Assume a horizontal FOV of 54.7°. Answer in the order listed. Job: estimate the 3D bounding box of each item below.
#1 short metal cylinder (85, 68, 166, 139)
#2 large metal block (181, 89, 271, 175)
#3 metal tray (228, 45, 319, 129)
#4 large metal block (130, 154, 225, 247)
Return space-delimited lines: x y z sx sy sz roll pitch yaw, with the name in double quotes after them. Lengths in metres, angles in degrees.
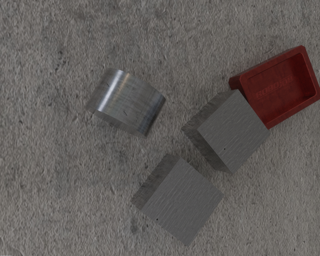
-0.040 -0.027 0.365 0.080 0.080 0.050 30 80 -18 "short metal cylinder"
0.091 0.005 0.430 0.080 0.050 0.080 -43 104 -15 "large metal block"
0.178 -0.060 0.472 0.131 0.030 0.090 -27 99 -18 "metal tray"
0.022 0.091 0.404 0.080 0.050 0.080 42 77 -16 "large metal block"
